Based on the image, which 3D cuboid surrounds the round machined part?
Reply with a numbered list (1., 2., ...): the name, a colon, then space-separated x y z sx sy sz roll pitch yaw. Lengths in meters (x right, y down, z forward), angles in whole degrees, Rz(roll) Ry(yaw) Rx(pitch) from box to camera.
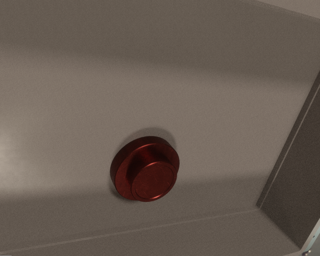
1. round machined part: -0.015 0.063 0.430 0.099 0.042 0.097 -14 125 -21
